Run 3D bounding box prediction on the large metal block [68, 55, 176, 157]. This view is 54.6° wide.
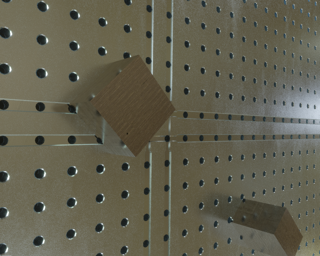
[{"bbox_3d":[-0.041,-0.024,0.358,0.080,0.050,0.080,-51,120,-28],"label":"large metal block"}]

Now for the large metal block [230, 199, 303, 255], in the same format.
[{"bbox_3d":[0.180,0.171,0.523,0.050,0.080,0.080,-51,120,-28],"label":"large metal block"}]
